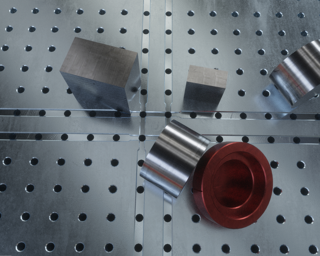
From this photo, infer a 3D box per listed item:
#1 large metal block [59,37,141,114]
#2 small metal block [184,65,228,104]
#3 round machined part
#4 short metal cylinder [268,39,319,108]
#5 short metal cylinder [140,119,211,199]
[{"bbox_3d":[-0.073,-0.066,0.406,0.080,0.080,0.050,15,71,5],"label":"large metal block"},{"bbox_3d":[0.061,-0.058,0.420,0.050,0.050,0.025,11,71,3],"label":"small metal block"},{"bbox_3d":[0.081,0.064,0.366,0.099,0.042,0.097,0,89,-24],"label":"round machined part"},{"bbox_3d":[0.194,-0.070,0.411,0.080,0.080,0.050,-29,73,-10],"label":"short metal cylinder"},{"bbox_3d":[0.019,0.036,0.370,0.050,0.080,0.080,30,73,10],"label":"short metal cylinder"}]
